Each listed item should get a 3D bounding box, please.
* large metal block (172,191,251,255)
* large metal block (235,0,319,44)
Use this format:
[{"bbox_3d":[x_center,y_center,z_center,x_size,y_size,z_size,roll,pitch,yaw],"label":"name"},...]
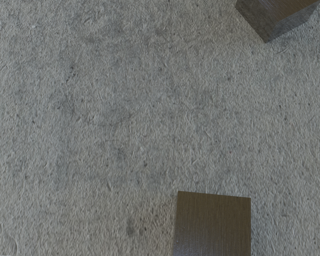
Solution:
[{"bbox_3d":[0.056,0.119,0.352,0.080,0.050,0.080,5,70,2],"label":"large metal block"},{"bbox_3d":[0.174,-0.187,0.464,0.080,0.050,0.080,-29,73,-10],"label":"large metal block"}]
